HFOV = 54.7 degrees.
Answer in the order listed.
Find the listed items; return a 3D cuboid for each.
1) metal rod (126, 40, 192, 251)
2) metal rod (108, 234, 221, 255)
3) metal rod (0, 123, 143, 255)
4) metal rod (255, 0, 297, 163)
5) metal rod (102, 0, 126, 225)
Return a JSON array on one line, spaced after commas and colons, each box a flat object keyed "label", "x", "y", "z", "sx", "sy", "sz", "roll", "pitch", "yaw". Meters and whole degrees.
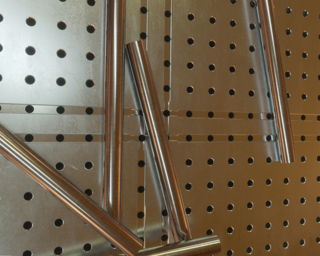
[{"label": "metal rod", "x": 0.003, "y": 0.034, "z": 0.414, "sx": 0.025, "sy": 0.025, "sz": 0.298, "roll": -16, "pitch": 96, "yaw": -20}, {"label": "metal rod", "x": -0.070, "y": 0.169, "z": 0.372, "sx": 0.302, "sy": 0.025, "sz": 0.025, "roll": -6, "pitch": 92, "yaw": -15}, {"label": "metal rod", "x": -0.138, "y": 0.045, "z": 0.346, "sx": 0.300, "sy": 0.025, "sz": 0.025, "roll": 43, "pitch": 76, "yaw": -10}, {"label": "metal rod", "x": 0.177, "y": -0.094, "z": 0.479, "sx": 0.025, "sy": 0.025, "sz": 0.298, "roll": -11, "pitch": 94, "yaw": -20}, {"label": "metal rod", "x": -0.058, "y": -0.028, "z": 0.391, "sx": 0.025, "sy": 0.025, "sz": 0.298, "roll": 1, "pitch": 90, "yaw": -20}]
